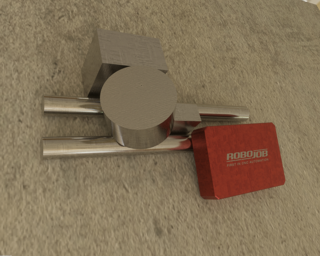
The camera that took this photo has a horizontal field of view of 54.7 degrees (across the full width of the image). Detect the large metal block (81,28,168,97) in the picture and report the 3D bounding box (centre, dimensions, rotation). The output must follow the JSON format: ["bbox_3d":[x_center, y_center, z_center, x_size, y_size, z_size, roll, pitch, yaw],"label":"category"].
[{"bbox_3d":[-0.048,-0.072,0.390,0.081,0.080,0.050,1,62,-28],"label":"large metal block"}]

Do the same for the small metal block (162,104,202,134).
[{"bbox_3d":[0.017,-0.008,0.404,0.050,0.050,0.025,1,62,-28],"label":"small metal block"}]

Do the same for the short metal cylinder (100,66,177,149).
[{"bbox_3d":[-0.023,-0.023,0.346,0.081,0.050,0.080,1,63,-1],"label":"short metal cylinder"}]

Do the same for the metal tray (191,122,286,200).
[{"bbox_3d":[0.109,0.041,0.419,0.131,0.030,0.090,-3,81,-31],"label":"metal tray"}]

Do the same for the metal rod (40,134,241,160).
[{"bbox_3d":[0.008,0.021,0.399,0.303,0.025,0.025,0,62,-29],"label":"metal rod"}]

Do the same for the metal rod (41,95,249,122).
[{"bbox_3d":[0.001,-0.024,0.422,0.303,0.025,0.025,1,62,-28],"label":"metal rod"}]
